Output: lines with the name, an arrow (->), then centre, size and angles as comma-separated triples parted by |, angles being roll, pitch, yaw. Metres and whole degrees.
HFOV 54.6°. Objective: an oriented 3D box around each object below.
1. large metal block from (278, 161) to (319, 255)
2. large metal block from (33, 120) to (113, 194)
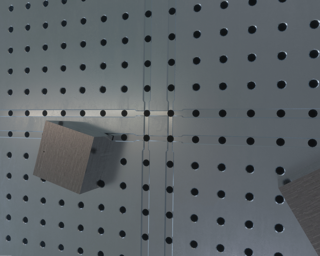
large metal block -> 0.186, 0.078, 0.334 | 0.080, 0.050, 0.080 | -31, 80, 17
large metal block -> -0.124, 0.039, 0.444 | 0.080, 0.050, 0.080 | 17, 96, 19
